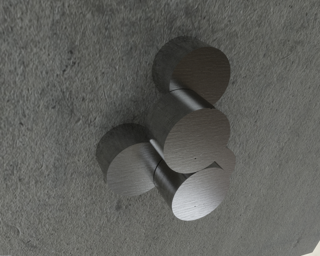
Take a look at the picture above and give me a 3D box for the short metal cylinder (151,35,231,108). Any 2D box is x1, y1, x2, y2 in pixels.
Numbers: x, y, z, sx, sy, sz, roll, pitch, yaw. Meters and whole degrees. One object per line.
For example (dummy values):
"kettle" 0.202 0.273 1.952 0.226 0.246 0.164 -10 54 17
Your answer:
"short metal cylinder" 0.036 -0.065 0.372 0.081 0.050 0.079 -14 124 -21

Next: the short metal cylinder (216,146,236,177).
"short metal cylinder" 0.063 0.049 0.456 0.081 0.050 0.079 -14 124 -21

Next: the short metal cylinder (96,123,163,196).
"short metal cylinder" -0.036 0.040 0.397 0.081 0.050 0.079 -14 124 -21

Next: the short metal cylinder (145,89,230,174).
"short metal cylinder" 0.030 0.003 0.344 0.081 0.050 0.079 -14 124 -21

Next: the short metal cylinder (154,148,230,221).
"short metal cylinder" 0.039 0.068 0.390 0.081 0.050 0.079 -14 124 -21
